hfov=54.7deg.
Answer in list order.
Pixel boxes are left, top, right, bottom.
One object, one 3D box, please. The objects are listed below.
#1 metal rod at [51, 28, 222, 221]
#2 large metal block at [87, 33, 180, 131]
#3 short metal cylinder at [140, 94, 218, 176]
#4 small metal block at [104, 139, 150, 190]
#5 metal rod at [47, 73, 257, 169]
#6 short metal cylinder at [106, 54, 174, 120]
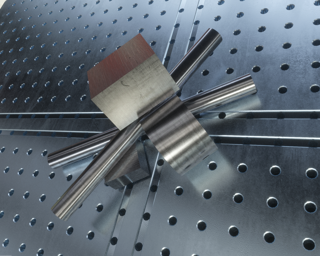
[{"bbox_3d":[-0.024,-0.010,0.391,0.025,0.025,0.300,35,80,38],"label":"metal rod"},{"bbox_3d":[-0.034,-0.056,0.359,0.080,0.050,0.080,-35,34,6],"label":"large metal block"},{"bbox_3d":[0.021,0.007,0.353,0.050,0.080,0.080,-38,51,4],"label":"short metal cylinder"},{"bbox_3d":[-0.046,0.044,0.400,0.050,0.025,0.050,-25,53,13],"label":"small metal block"},{"bbox_3d":[-0.022,-0.003,0.417,0.301,0.025,0.025,-21,54,15],"label":"metal rod"},{"bbox_3d":[-0.028,-0.057,0.437,0.080,0.050,0.080,-13,56,21],"label":"short metal cylinder"}]
